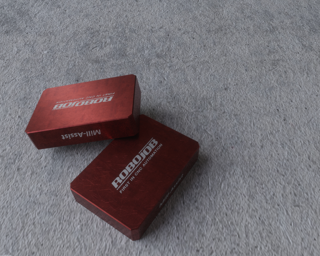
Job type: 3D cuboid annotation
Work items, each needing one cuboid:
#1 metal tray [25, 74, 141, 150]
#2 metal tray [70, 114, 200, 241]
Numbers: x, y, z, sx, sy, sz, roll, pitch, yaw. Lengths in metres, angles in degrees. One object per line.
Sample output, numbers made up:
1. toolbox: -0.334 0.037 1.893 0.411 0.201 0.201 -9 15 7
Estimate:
1. metal tray: -0.092 -0.023 0.395 0.131 0.030 0.090 -8 42 7
2. metal tray: -0.025 0.049 0.358 0.090 0.030 0.131 28 55 21
